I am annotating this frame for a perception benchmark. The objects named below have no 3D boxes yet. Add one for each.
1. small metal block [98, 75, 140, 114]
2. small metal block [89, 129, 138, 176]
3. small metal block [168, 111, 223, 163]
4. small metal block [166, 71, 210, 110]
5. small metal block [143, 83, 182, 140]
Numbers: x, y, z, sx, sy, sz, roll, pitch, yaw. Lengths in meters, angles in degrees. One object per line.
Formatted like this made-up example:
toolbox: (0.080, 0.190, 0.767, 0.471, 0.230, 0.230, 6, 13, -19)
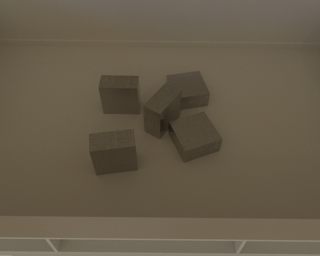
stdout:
small metal block: (-0.054, -0.045, 0.426, 0.050, 0.050, 0.025, 1, 50, 0)
small metal block: (-0.053, 0.029, 0.364, 0.050, 0.050, 0.025, -7, 51, -6)
small metal block: (0.044, 0.011, 0.397, 0.050, 0.025, 0.050, -17, 52, -14)
small metal block: (0.040, -0.055, 0.452, 0.050, 0.025, 0.050, -9, 51, -8)
small metal block: (0.004, -0.022, 0.407, 0.025, 0.050, 0.050, 27, 55, 20)
